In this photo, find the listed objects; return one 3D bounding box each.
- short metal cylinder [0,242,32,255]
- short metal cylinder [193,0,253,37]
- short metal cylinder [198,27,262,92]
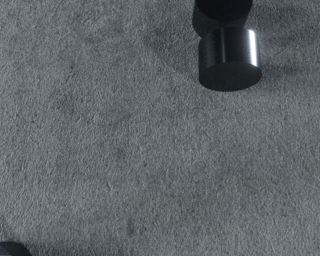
[{"bbox_3d":[-0.183,0.165,0.333,0.081,0.050,0.080,0,70,0],"label":"short metal cylinder"},{"bbox_3d":[0.090,-0.174,0.459,0.081,0.050,0.080,0,70,0],"label":"short metal cylinder"},{"bbox_3d":[0.092,-0.088,0.412,0.080,0.080,0.050,2,70,0],"label":"short metal cylinder"}]
